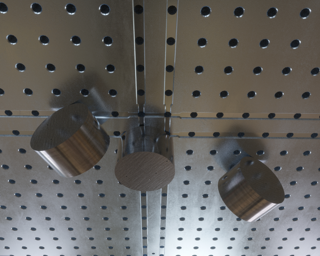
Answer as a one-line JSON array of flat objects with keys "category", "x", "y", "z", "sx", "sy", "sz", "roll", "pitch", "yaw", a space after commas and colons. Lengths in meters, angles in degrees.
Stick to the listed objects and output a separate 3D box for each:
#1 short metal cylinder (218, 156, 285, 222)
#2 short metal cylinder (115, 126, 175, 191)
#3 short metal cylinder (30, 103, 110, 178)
[{"category": "short metal cylinder", "x": 0.133, "y": 0.089, "z": 0.453, "sx": 0.080, "sy": 0.080, "sz": 0.050, "roll": 24, "pitch": 126, "yaw": -20}, {"category": "short metal cylinder", "x": -0.020, "y": 0.044, "z": 0.432, "sx": 0.081, "sy": 0.050, "sz": 0.079, "roll": 0, "pitch": 130, "yaw": 0}, {"category": "short metal cylinder", "x": -0.111, "y": 0.014, "z": 0.386, "sx": 0.080, "sy": 0.080, "sz": 0.050, "roll": -19, "pitch": 128, "yaw": 15}]
